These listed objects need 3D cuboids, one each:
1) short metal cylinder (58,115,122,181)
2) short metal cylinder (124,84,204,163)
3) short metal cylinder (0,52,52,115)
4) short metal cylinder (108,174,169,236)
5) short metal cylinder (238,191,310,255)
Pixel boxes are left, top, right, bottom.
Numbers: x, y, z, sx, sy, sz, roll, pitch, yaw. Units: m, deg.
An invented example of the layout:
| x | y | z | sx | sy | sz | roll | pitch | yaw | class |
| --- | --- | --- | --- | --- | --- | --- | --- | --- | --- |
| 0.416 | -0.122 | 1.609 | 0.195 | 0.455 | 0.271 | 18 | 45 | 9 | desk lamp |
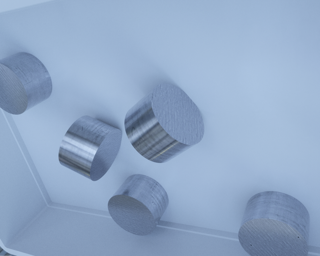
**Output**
| x | y | z | sx | sy | sz | roll | pitch | yaw | class |
| --- | --- | --- | --- | --- | --- | --- | --- | --- | --- |
| -0.097 | 0.028 | 0.440 | 0.050 | 0.080 | 0.079 | 24 | 127 | 13 | short metal cylinder |
| 0.006 | -0.005 | 0.366 | 0.080 | 0.080 | 0.050 | 48 | 129 | -6 | short metal cylinder |
| -0.210 | -0.066 | 0.459 | 0.080 | 0.050 | 0.079 | 13 | 124 | 20 | short metal cylinder |
| -0.033 | 0.119 | 0.482 | 0.080 | 0.050 | 0.079 | 13 | 124 | 20 | short metal cylinder |
| 0.146 | 0.128 | 0.395 | 0.080 | 0.050 | 0.079 | 13 | 124 | 20 | short metal cylinder |
